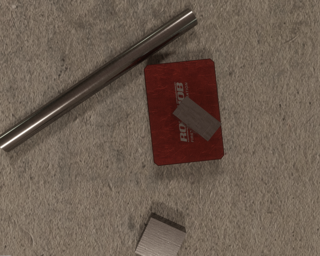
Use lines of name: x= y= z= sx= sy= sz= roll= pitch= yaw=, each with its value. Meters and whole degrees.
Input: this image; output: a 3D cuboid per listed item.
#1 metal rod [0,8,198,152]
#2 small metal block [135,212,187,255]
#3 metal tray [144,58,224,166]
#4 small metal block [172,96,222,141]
metal rod: x=-0.082 y=-0.063 z=0.408 sx=0.301 sy=0.025 sz=0.025 roll=-34 pitch=90 yaw=-1
small metal block: x=0.001 y=0.148 z=0.410 sx=0.050 sy=0.025 sz=0.050 roll=25 pitch=90 yaw=-1
metal tray: x=0.031 y=-0.020 z=0.408 sx=0.091 sy=0.030 sz=0.129 roll=-6 pitch=90 yaw=-1
small metal block: x=0.041 y=-0.011 z=0.368 sx=0.050 sy=0.050 sz=0.025 roll=38 pitch=90 yaw=-1
